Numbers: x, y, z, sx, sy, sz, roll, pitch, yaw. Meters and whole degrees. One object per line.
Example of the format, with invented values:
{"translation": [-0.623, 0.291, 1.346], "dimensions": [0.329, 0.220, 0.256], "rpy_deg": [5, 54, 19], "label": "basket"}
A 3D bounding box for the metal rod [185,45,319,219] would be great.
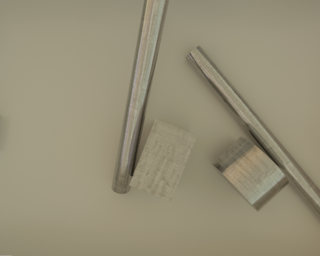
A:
{"translation": [0.140, 0.013, 0.413], "dimensions": [0.025, 0.025, 0.300], "rpy_deg": [-40, 91, 0], "label": "metal rod"}

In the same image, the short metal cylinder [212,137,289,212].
{"translation": [0.110, 0.057, 0.385], "dimensions": [0.050, 0.080, 0.080], "rpy_deg": [-43, 91, 0], "label": "short metal cylinder"}

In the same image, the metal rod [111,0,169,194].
{"translation": [-0.021, -0.052, 0.352], "dimensions": [0.025, 0.025, 0.298], "rpy_deg": [13, 114, -1], "label": "metal rod"}

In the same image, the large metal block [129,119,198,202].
{"translation": [0.003, 0.036, 0.384], "dimensions": [0.050, 0.080, 0.080], "rpy_deg": [22, 90, -1], "label": "large metal block"}
